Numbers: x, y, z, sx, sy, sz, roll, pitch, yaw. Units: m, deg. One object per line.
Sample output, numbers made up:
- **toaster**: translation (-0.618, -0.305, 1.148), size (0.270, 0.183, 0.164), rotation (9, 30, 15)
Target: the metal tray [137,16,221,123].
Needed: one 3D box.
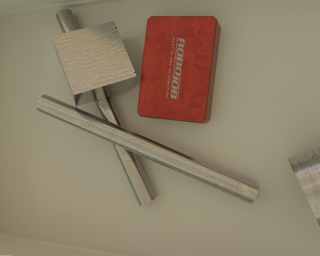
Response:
- **metal tray**: translation (0.024, -0.075, 0.399), size (0.090, 0.030, 0.129), rotation (7, 92, 19)

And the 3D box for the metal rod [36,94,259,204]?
- **metal rod**: translation (-0.023, 0.023, 0.396), size (0.301, 0.025, 0.025), rotation (23, 98, 10)

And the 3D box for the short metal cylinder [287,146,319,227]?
- **short metal cylinder**: translation (0.174, 0.059, 0.320), size (0.050, 0.080, 0.080), rotation (-25, 82, 18)

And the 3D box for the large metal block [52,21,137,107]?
- **large metal block**: translation (-0.086, -0.083, 0.407), size (0.081, 0.050, 0.080), rotation (-20, 82, -16)

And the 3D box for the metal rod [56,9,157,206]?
- **metal rod**: translation (-0.079, -0.035, 0.437), size (0.025, 0.025, 0.299), rotation (-28, 81, 17)
